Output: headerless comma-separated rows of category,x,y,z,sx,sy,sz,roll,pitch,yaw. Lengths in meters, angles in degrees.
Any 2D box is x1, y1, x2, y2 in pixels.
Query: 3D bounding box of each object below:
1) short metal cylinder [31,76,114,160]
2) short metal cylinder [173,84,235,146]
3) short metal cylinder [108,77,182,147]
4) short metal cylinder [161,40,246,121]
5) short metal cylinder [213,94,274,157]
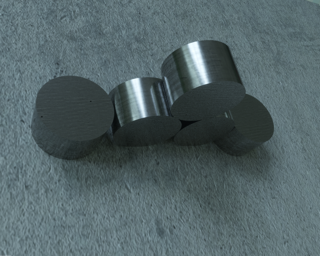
short metal cylinder,-0.097,-0.011,0.343,0.081,0.050,0.080,14,56,-21
short metal cylinder,0.051,-0.016,0.408,0.081,0.080,0.050,0,61,-28
short metal cylinder,-0.019,-0.017,0.369,0.081,0.080,0.050,0,62,-28
short metal cylinder,0.045,-0.048,0.335,0.081,0.080,0.050,1,63,-28
short metal cylinder,0.118,-0.004,0.454,0.081,0.050,0.080,14,56,-21
